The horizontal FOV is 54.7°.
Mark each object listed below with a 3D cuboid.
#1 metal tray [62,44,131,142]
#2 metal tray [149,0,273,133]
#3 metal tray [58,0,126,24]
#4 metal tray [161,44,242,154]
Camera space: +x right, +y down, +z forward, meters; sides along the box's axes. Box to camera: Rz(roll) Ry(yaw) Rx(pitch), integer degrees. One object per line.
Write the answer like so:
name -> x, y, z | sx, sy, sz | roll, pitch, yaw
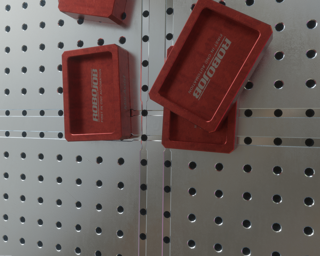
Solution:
metal tray -> -0.091, -0.047, 0.440 | 0.090, 0.030, 0.129 | -3, 89, 19
metal tray -> 0.057, -0.070, 0.357 | 0.090, 0.030, 0.129 | 31, 100, 17
metal tray -> -0.087, -0.221, 0.440 | 0.090, 0.030, 0.129 | 14, 95, 19
metal tray -> 0.053, -0.037, 0.390 | 0.090, 0.030, 0.129 | 4, 91, 19
